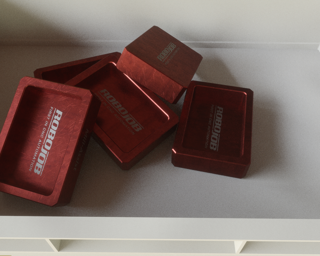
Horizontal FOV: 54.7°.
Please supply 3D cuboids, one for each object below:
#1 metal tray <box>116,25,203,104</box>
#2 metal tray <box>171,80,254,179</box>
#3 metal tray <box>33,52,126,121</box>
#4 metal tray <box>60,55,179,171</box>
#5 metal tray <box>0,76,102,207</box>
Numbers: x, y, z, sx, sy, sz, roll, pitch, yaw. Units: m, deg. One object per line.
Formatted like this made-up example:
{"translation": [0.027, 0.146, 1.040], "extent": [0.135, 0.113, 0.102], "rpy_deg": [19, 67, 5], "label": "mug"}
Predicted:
{"translation": [0.005, -0.093, 0.434], "extent": [0.090, 0.030, 0.130], "rpy_deg": [33, 34, -3], "label": "metal tray"}
{"translation": [0.071, -0.004, 0.403], "extent": [0.090, 0.030, 0.130], "rpy_deg": [10, 51, 7], "label": "metal tray"}
{"translation": [-0.107, -0.061, 0.449], "extent": [0.131, 0.030, 0.090], "rpy_deg": [-16, 52, -14], "label": "metal tray"}
{"translation": [-0.052, -0.023, 0.390], "extent": [0.090, 0.030, 0.130], "rpy_deg": [-40, 75, -21], "label": "metal tray"}
{"translation": [-0.130, 0.014, 0.349], "extent": [0.090, 0.030, 0.129], "rpy_deg": [13, 79, 10], "label": "metal tray"}
